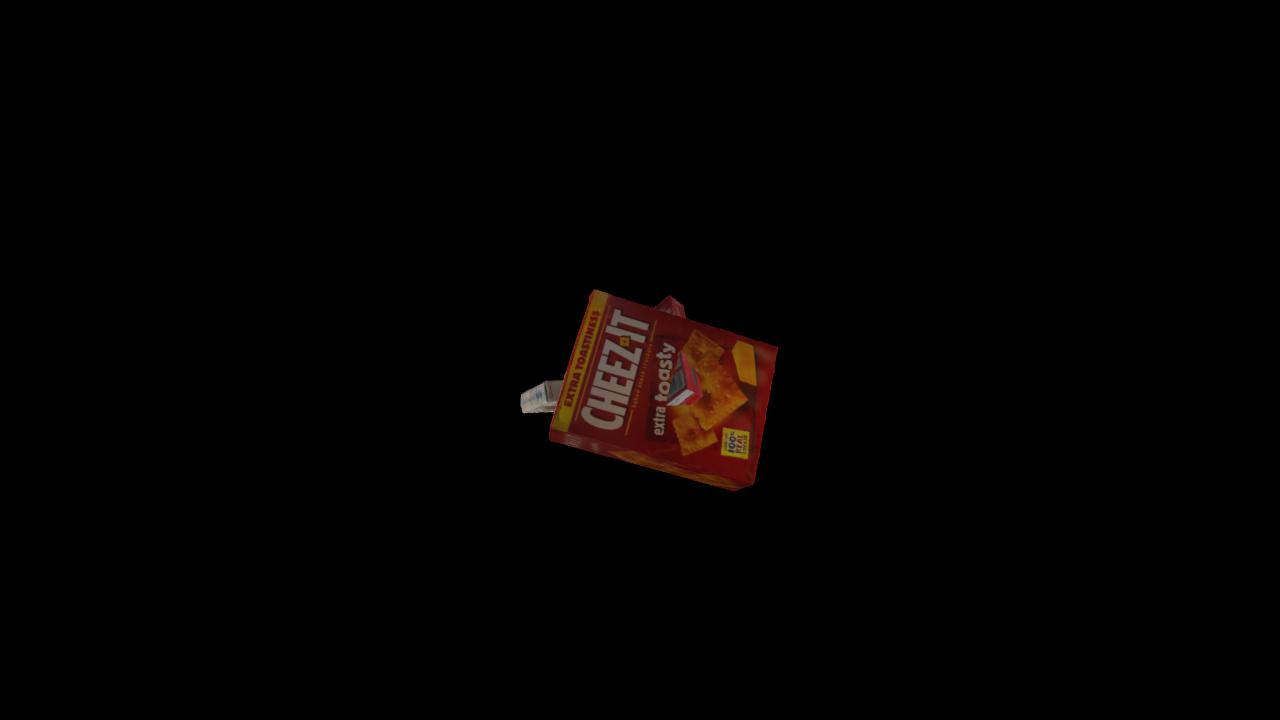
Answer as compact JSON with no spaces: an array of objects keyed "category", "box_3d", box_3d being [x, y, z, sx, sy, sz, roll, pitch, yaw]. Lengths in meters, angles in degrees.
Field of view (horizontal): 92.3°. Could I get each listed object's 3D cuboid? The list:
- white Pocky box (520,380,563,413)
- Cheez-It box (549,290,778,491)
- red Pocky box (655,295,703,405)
[{"category":"white Pocky box","box_3d":[-0.062,0.043,0.769,0.154,0.028,0.084,-1,-13,-32]},{"category":"Cheez-It box","box_3d":[0.028,0.035,0.682,0.223,0.166,0.071,17,-22,-4]},{"category":"red Pocky box","box_3d":[0.025,0.003,0.705,0.028,0.155,0.083,30,-55,-31]}]
